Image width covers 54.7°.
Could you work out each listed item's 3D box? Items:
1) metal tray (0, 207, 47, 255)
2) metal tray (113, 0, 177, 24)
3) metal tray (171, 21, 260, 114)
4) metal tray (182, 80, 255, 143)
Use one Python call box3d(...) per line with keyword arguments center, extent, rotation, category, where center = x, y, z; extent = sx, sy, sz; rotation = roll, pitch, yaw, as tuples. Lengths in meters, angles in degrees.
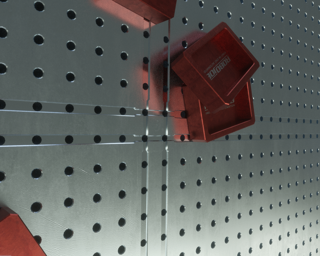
box3d(center=(-0.166, 0.145, 0.268), extent=(0.131, 0.030, 0.090), rotation=(-37, 113, -34), category="metal tray")
box3d(center=(-0.015, -0.213, 0.395), extent=(0.091, 0.030, 0.129), rotation=(16, 80, -39), category="metal tray")
box3d(center=(0.084, -0.091, 0.446), extent=(0.090, 0.030, 0.131), rotation=(49, 50, -5), category="metal tray")
box3d(center=(0.097, -0.036, 0.489), extent=(0.131, 0.030, 0.089), rotation=(-17, 101, -39), category="metal tray")
